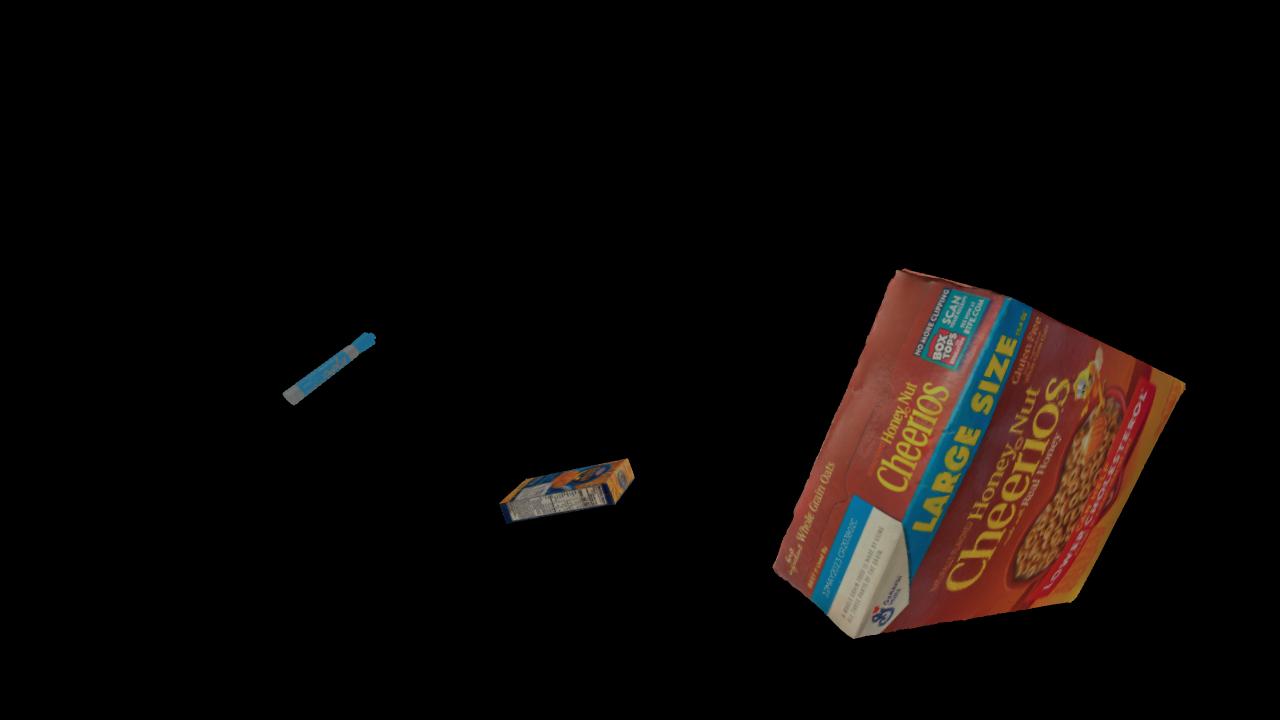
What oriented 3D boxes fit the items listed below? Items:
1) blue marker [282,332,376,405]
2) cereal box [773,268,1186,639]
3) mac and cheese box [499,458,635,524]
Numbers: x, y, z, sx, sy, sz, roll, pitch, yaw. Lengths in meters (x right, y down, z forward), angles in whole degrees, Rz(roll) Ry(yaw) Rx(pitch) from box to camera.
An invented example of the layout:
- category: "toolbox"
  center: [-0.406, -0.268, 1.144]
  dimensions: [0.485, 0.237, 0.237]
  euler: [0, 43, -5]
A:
- category: "blue marker"
  center: [-0.362, 0.007, 0.724]
  dimensions: [0.020, 0.020, 0.121]
  euler: [0, 38, 45]
- category: "cereal box"
  center: [0.249, 0.074, 0.427]
  dimensions: [0.306, 0.203, 0.081]
  euler: [12, 13, -36]
- category: "mac and cheese box"
  center: [-0.108, 0.195, 0.918]
  dimensions: [0.184, 0.041, 0.093]
  euler: [-15, 7, 20]
